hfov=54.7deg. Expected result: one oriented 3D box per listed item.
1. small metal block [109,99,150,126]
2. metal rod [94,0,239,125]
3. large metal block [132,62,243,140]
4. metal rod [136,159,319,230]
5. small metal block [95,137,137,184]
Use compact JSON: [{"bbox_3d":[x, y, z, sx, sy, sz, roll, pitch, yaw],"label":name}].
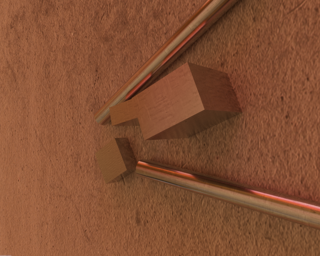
[{"bbox_3d":[-0.030,-0.020,0.411,0.050,0.050,0.025,-16,80,38],"label":"small metal block"},{"bbox_3d":[0.008,-0.093,0.396,0.299,0.025,0.025,-39,67,33],"label":"metal rod"},{"bbox_3d":[0.030,-0.025,0.343,0.080,0.081,0.050,-28,73,36],"label":"large metal block"},{"bbox_3d":[0.091,0.072,0.328,0.300,0.025,0.025,9,96,39],"label":"metal rod"},{"bbox_3d":[-0.064,0.048,0.455,0.050,0.025,0.050,-36,68,34],"label":"small metal block"}]
